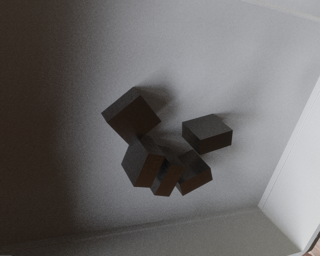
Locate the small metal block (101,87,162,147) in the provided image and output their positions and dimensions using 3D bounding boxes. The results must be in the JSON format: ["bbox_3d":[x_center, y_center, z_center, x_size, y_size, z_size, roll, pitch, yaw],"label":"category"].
[{"bbox_3d":[-0.035,-0.013,0.381,0.050,0.025,0.050,-40,129,-1],"label":"small metal block"}]

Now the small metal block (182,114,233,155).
[{"bbox_3d":[0.065,0.008,0.432,0.050,0.050,0.025,-16,125,-20],"label":"small metal block"}]

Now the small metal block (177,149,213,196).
[{"bbox_3d":[0.041,0.064,0.454,0.050,0.050,0.025,-26,128,-13],"label":"small metal block"}]

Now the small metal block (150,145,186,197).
[{"bbox_3d":[0.003,0.059,0.430,0.025,0.050,0.050,15,111,-34],"label":"small metal block"}]

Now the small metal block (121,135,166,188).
[{"bbox_3d":[-0.023,0.042,0.406,0.025,0.050,0.050,11,113,-33],"label":"small metal block"}]
